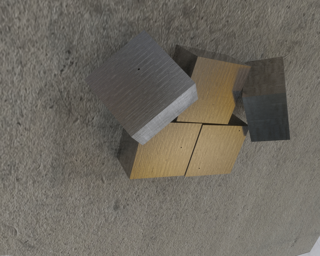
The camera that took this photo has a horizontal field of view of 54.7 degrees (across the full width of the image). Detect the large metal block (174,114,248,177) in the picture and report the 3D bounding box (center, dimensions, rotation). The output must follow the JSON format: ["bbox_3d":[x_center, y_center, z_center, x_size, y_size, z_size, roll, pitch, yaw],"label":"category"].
[{"bbox_3d":[0.068,0.020,0.441,0.081,0.050,0.079,1,118,-30],"label":"large metal block"}]

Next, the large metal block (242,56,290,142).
[{"bbox_3d":[0.146,-0.039,0.423,0.050,0.080,0.080,-5,132,23],"label":"large metal block"}]

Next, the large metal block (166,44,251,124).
[{"bbox_3d":[0.055,-0.053,0.391,0.081,0.050,0.079,3,117,-30],"label":"large metal block"}]

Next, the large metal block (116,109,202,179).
[{"bbox_3d":[-0.003,0.017,0.402,0.081,0.050,0.079,1,118,-30],"label":"large metal block"}]

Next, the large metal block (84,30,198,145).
[{"bbox_3d":[-0.018,-0.041,0.330,0.080,0.080,0.050,-40,164,-1],"label":"large metal block"}]
